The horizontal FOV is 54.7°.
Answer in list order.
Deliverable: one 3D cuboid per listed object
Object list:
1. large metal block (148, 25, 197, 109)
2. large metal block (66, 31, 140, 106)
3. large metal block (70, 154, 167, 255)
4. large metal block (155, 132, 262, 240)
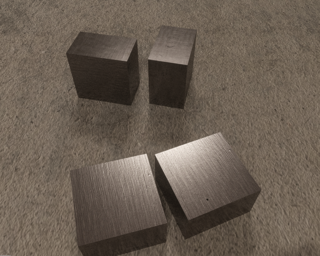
[{"bbox_3d":[0.018,-0.086,0.440,0.050,0.080,0.080,10,51,8],"label":"large metal block"},{"bbox_3d":[-0.076,-0.082,0.436,0.080,0.080,0.050,9,51,7],"label":"large metal block"},{"bbox_3d":[-0.043,0.081,0.319,0.081,0.050,0.080,-12,51,-10],"label":"large metal block"},{"bbox_3d":[0.047,0.060,0.337,0.081,0.050,0.080,-18,53,-15],"label":"large metal block"}]
